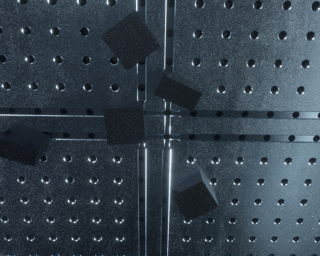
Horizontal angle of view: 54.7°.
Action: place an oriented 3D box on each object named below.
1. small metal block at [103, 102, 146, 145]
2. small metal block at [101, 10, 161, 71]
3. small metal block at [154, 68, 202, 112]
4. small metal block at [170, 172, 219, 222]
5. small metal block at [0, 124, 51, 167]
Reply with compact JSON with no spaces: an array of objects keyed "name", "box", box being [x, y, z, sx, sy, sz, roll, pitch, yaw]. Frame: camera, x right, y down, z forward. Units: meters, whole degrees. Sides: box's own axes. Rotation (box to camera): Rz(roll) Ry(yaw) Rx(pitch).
[{"name":"small metal block","box":[-0.045,-0.006,0.411,0.050,0.025,0.050,-3,110,0]},{"name":"small metal block","box":[-0.034,-0.106,0.374,0.050,0.025,0.050,-34,107,11]},{"name":"small metal block","box":[0.021,-0.048,0.383,0.050,0.050,0.025,24,108,-9]},{"name":"small metal block","box":[0.050,0.101,0.451,0.050,0.025,0.050,-29,108,10]},{"name":"small metal block","box":[-0.178,0.022,0.406,0.050,0.050,0.025,18,109,-7]}]
